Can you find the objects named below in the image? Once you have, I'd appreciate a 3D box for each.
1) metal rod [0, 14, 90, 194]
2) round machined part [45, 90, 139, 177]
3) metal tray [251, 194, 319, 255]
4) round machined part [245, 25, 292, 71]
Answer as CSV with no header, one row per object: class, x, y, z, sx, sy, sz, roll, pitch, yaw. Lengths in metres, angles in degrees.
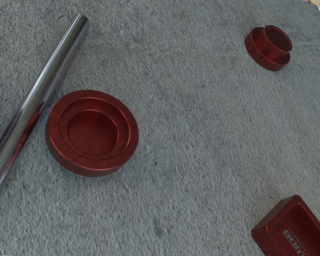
metal rod,-0.139,-0.031,0.348,0.025,0.025,0.300,24,53,-14
round machined part,-0.077,0.009,0.347,0.099,0.042,0.098,14,56,-21
metal tray,0.190,0.165,0.404,0.091,0.030,0.130,-26,76,-37
round machined part,0.222,-0.165,0.616,0.099,0.042,0.098,14,56,-21
